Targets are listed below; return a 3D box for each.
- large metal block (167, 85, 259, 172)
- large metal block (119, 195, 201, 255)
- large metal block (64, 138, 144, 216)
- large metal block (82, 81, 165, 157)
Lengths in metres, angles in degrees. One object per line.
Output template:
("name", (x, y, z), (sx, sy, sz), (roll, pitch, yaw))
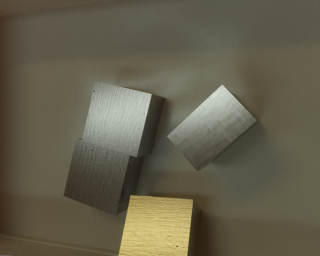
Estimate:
("large metal block", (0.065, 0.000, 0.358), (0.080, 0.080, 0.050), (-44, 77, 14))
("large metal block", (0.002, 0.131, 0.379), (0.080, 0.050, 0.080), (0, 62, 19))
("large metal block", (-0.075, 0.062, 0.422), (0.080, 0.050, 0.079), (15, 95, 19))
("large metal block", (-0.048, -0.012, 0.413), (0.080, 0.050, 0.079), (15, 95, 19))
